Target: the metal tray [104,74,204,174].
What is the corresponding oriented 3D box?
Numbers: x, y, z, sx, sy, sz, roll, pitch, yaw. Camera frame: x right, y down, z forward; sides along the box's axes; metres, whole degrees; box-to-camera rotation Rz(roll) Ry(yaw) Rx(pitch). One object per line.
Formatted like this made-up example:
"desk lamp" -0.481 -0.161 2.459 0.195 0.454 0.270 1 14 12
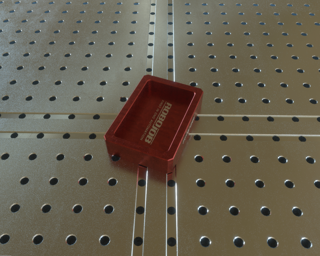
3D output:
"metal tray" -0.004 -0.011 0.414 0.090 0.030 0.130 17 52 13
